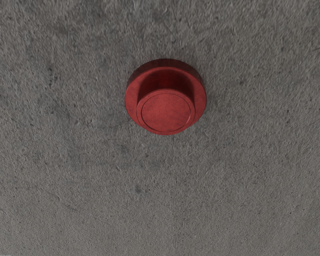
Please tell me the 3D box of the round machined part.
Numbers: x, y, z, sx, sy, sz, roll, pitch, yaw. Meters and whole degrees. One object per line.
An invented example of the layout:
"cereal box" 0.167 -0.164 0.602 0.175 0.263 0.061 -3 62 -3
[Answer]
"round machined part" 0.007 -0.029 0.371 0.099 0.042 0.097 0 130 0
